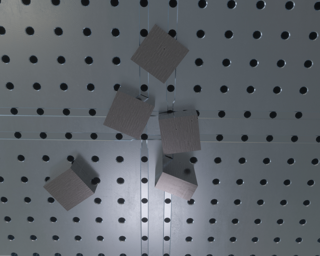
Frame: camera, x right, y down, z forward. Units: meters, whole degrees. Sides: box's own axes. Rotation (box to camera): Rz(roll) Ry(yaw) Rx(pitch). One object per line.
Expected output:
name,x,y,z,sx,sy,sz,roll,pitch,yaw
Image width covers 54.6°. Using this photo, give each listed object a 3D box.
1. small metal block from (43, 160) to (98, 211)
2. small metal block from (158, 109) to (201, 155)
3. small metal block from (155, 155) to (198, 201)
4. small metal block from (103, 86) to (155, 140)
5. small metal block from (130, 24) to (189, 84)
small metal block,-0.127,0.082,0.443,0.050,0.025,0.050,-34,107,12
small metal block,0.026,0.005,0.415,0.050,0.025,0.050,-7,110,2
small metal block,0.021,0.067,0.425,0.050,0.050,0.025,23,109,-8
small metal block,-0.040,-0.020,0.406,0.050,0.025,0.050,23,108,-9
small metal block,0.000,-0.091,0.380,0.050,0.025,0.050,35,106,-12
